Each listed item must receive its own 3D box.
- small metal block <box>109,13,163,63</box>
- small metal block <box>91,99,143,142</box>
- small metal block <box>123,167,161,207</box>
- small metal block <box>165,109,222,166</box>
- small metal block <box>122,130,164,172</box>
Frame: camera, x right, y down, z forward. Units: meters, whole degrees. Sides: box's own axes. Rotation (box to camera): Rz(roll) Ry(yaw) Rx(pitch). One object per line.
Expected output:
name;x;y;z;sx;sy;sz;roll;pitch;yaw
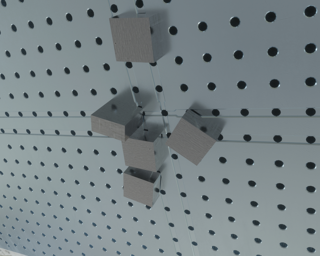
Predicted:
small metal block;-0.027;-0.105;0.359;0.050;0.025;0.050;8;122;24
small metal block;-0.057;-0.011;0.416;0.050;0.050;0.025;17;125;18
small metal block;-0.028;0.089;0.479;0.050;0.025;0.050;16;125;18
small metal block;0.042;0.012;0.396;0.050;0.025;0.050;34;129;5
small metal block;-0.025;0.031;0.442;0.050;0.025;0.050;9;122;23
